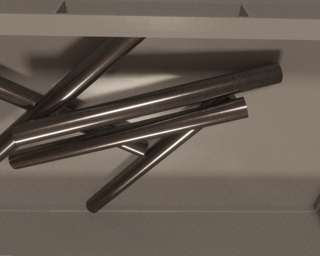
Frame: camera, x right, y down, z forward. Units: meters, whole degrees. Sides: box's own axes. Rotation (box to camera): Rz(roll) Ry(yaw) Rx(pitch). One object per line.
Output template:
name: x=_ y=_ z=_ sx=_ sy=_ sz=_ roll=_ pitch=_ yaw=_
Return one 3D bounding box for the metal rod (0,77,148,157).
metal rod: x=-0.151 y=-0.030 z=0.381 sx=0.302 sy=0.025 sz=0.025 roll=25 pitch=126 yaw=-20

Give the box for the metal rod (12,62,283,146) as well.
metal rod: x=-0.011 y=-0.028 z=0.349 sx=0.302 sy=0.025 sz=0.025 roll=-14 pitch=130 yaw=-3

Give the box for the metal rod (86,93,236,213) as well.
metal rod: x=-0.014 y=0.045 z=0.446 sx=0.025 sy=0.025 sz=0.299 roll=34 pitch=122 yaw=-26

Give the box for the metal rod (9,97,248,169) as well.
metal rod: x=-0.046 y=0.009 z=0.381 sx=0.301 sy=0.025 sz=0.025 roll=-13 pitch=129 yaw=10

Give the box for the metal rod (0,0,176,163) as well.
metal rod: x=-0.108 y=-0.039 z=0.348 sx=0.300 sy=0.025 sz=0.025 roll=-36 pitch=122 yaw=17
